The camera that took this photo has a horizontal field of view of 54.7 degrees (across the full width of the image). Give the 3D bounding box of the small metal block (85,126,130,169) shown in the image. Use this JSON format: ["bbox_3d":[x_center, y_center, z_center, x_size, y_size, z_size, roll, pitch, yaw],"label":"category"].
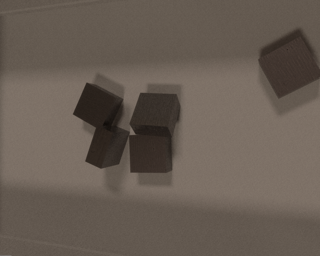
[{"bbox_3d":[-0.070,0.025,0.421,0.025,0.050,0.050,21,97,18],"label":"small metal block"}]

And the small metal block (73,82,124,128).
[{"bbox_3d":[-0.088,-0.030,0.440,0.050,0.025,0.050,28,99,17],"label":"small metal block"}]

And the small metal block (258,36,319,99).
[{"bbox_3d":[0.149,-0.068,0.358,0.050,0.025,0.050,-28,81,17],"label":"small metal block"}]

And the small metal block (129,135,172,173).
[{"bbox_3d":[-0.012,0.033,0.414,0.050,0.025,0.050,-2,89,19],"label":"small metal block"}]

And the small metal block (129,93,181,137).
[{"bbox_3d":[-0.005,-0.017,0.399,0.050,0.025,0.050,4,58,19],"label":"small metal block"}]
